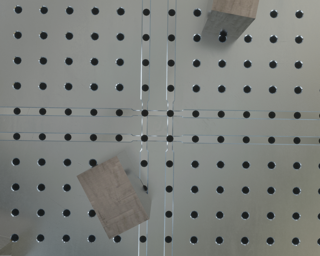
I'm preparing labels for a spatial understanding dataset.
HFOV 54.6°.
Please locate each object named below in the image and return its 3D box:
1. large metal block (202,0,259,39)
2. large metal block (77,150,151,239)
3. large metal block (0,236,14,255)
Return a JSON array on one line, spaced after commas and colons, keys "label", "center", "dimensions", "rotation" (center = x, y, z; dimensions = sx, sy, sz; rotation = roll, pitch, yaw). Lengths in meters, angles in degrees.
[{"label": "large metal block", "center": [0.090, -0.166, 0.386], "dimensions": [0.050, 0.080, 0.080], "rotation": [11, 90, 0]}, {"label": "large metal block", "center": [-0.052, 0.077, 0.386], "dimensions": [0.050, 0.080, 0.080], "rotation": [-27, 90, 0]}, {"label": "large metal block", "center": [-0.245, 0.167, 0.385], "dimensions": [0.080, 0.080, 0.050], "rotation": [13, 90, 0]}]
